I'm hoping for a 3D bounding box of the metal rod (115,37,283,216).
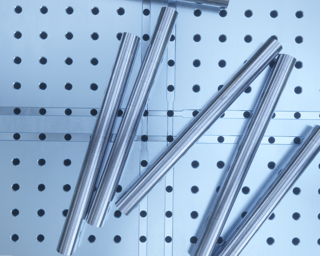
[{"bbox_3d":[0.051,-0.002,0.413,0.025,0.025,0.300,43,90,0],"label":"metal rod"}]

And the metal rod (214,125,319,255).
[{"bbox_3d":[0.127,0.122,0.414,0.025,0.025,0.300,38,90,0],"label":"metal rod"}]

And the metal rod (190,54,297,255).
[{"bbox_3d":[0.110,0.043,0.414,0.025,0.025,0.299,24,90,0],"label":"metal rod"}]

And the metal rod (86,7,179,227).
[{"bbox_3d":[-0.037,-0.014,0.413,0.025,0.025,0.299,20,90,0],"label":"metal rod"}]

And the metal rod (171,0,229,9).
[{"bbox_3d":[-0.058,-0.195,0.412,0.302,0.025,0.025,9,90,0],"label":"metal rod"}]

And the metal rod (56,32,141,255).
[{"bbox_3d":[-0.082,0.021,0.412,0.025,0.025,0.299,17,90,0],"label":"metal rod"}]
